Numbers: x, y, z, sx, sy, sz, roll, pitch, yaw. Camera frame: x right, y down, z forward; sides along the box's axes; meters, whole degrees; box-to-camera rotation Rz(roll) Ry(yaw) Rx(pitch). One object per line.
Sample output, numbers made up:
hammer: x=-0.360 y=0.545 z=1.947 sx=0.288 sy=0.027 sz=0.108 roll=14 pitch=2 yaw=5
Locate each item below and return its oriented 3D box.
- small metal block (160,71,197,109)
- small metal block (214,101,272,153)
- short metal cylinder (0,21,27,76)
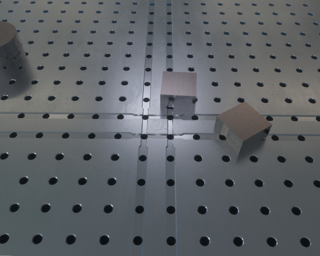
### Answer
small metal block: x=0.027 y=-0.056 z=0.455 sx=0.050 sy=0.025 sz=0.050 roll=4 pitch=50 yaw=3
small metal block: x=0.109 y=-0.002 z=0.410 sx=0.050 sy=0.025 sz=0.050 roll=-26 pitch=55 yaw=-21
short metal cylinder: x=-0.264 y=-0.127 z=0.496 sx=0.081 sy=0.050 sz=0.080 roll=0 pitch=50 yaw=0
